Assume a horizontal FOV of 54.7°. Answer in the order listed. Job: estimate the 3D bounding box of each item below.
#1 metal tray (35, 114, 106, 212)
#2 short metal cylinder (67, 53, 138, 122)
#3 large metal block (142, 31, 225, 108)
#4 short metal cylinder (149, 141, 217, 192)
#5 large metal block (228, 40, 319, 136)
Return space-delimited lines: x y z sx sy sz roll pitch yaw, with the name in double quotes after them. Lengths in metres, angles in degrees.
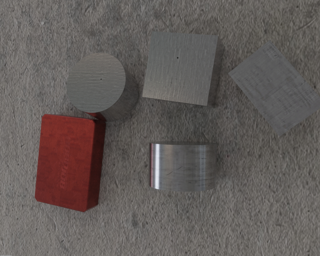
-0.132 0.048 0.453 0.090 0.030 0.129 7 92 19 "metal tray"
-0.075 -0.053 0.413 0.080 0.050 0.080 -3 77 14 "short metal cylinder"
0.030 -0.071 0.385 0.080 0.050 0.079 10 93 19 "large metal block"
0.027 0.043 0.370 0.080 0.080 0.050 1 91 20 "short metal cylinder"
0.124 -0.039 0.336 0.050 0.080 0.080 -39 78 16 "large metal block"
